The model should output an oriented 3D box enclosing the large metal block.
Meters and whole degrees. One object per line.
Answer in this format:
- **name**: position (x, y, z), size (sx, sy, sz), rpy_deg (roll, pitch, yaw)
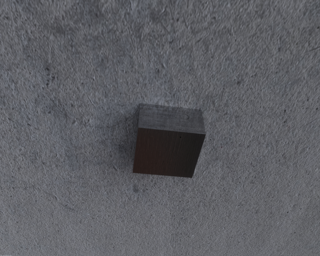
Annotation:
- **large metal block**: position (0.009, 0.017, 0.407), size (0.081, 0.050, 0.079), rpy_deg (6, 130, -6)
